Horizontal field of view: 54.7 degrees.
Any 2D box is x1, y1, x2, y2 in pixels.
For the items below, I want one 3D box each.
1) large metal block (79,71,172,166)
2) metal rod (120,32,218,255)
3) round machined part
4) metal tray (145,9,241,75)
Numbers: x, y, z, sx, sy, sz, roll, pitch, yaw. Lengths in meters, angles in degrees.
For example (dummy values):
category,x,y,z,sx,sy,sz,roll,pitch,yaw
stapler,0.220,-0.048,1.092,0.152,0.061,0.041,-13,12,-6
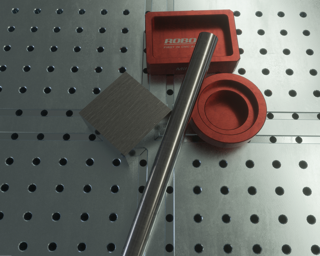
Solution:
category,x,y,z,sx,sy,sz,roll,pitch,yaw
large metal block,-0.042,-0.012,0.402,0.080,0.050,0.080,41,75,13
metal rod,0.012,0.024,0.372,0.025,0.025,0.299,19,82,6
round machined part,0.086,-0.020,0.411,0.099,0.042,0.098,0,70,0
metal tray,0.045,-0.127,0.455,0.131,0.030,0.090,-2,70,-1
